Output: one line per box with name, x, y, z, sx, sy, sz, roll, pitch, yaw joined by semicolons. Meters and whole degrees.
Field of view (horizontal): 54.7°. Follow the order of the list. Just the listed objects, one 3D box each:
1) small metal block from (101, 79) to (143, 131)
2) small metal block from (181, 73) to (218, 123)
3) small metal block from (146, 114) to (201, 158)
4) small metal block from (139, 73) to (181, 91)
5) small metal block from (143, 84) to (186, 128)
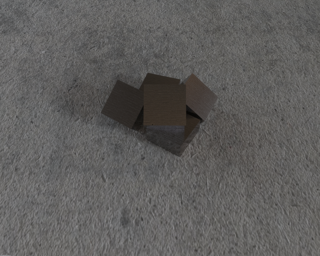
small metal block;-0.042;-0.030;0.414;0.050;0.025;0.050;27;91;19
small metal block;0.045;-0.038;0.423;0.050;0.025;0.050;41;54;-10
small metal block;0.017;0.003;0.403;0.050;0.025;0.050;26;55;20
small metal block;-0.002;-0.050;0.447;0.050;0.025;0.050;14;51;11
small metal block;0.006;-0.026;0.379;0.050;0.025;0.050;0;83;0
